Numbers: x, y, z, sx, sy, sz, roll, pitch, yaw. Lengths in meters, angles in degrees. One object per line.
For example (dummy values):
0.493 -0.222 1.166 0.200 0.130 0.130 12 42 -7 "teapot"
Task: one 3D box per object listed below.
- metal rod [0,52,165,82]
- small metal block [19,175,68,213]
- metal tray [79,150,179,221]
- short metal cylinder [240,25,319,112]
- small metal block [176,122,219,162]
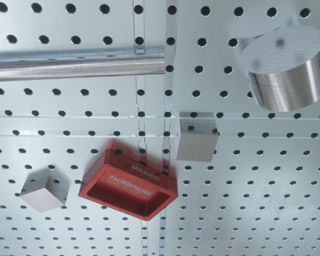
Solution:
-0.145 -0.067 0.352 0.302 0.025 0.025 -2 130 1 "metal rod"
-0.187 0.108 0.501 0.050 0.025 0.050 -20 128 15 "small metal block"
-0.048 0.095 0.488 0.131 0.030 0.090 28 125 -22 "metal tray"
0.131 -0.063 0.324 0.080 0.080 0.050 -21 127 16 "short metal cylinder"
0.050 0.020 0.429 0.050 0.025 0.050 4 130 -4 "small metal block"
